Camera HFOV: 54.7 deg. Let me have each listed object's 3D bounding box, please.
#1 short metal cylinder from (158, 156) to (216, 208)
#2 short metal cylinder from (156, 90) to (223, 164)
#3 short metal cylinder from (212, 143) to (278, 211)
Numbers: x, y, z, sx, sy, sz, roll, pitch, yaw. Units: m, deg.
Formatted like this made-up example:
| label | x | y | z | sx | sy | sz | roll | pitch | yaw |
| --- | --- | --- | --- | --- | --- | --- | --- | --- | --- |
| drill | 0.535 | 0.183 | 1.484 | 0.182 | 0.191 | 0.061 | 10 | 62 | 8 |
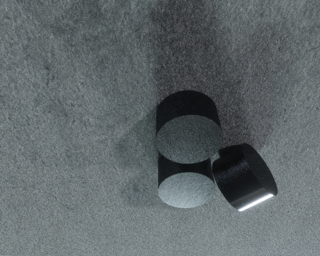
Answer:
| label | x | y | z | sx | sy | sz | roll | pitch | yaw |
| --- | --- | --- | --- | --- | --- | --- | --- | --- | --- |
| short metal cylinder | 0.038 | 0.073 | 0.453 | 0.081 | 0.050 | 0.079 | 0 | 130 | 0 |
| short metal cylinder | 0.035 | -0.001 | 0.391 | 0.081 | 0.050 | 0.079 | 0 | 130 | 0 |
| short metal cylinder | 0.118 | 0.068 | 0.431 | 0.050 | 0.080 | 0.080 | -36 | 122 | 26 |
